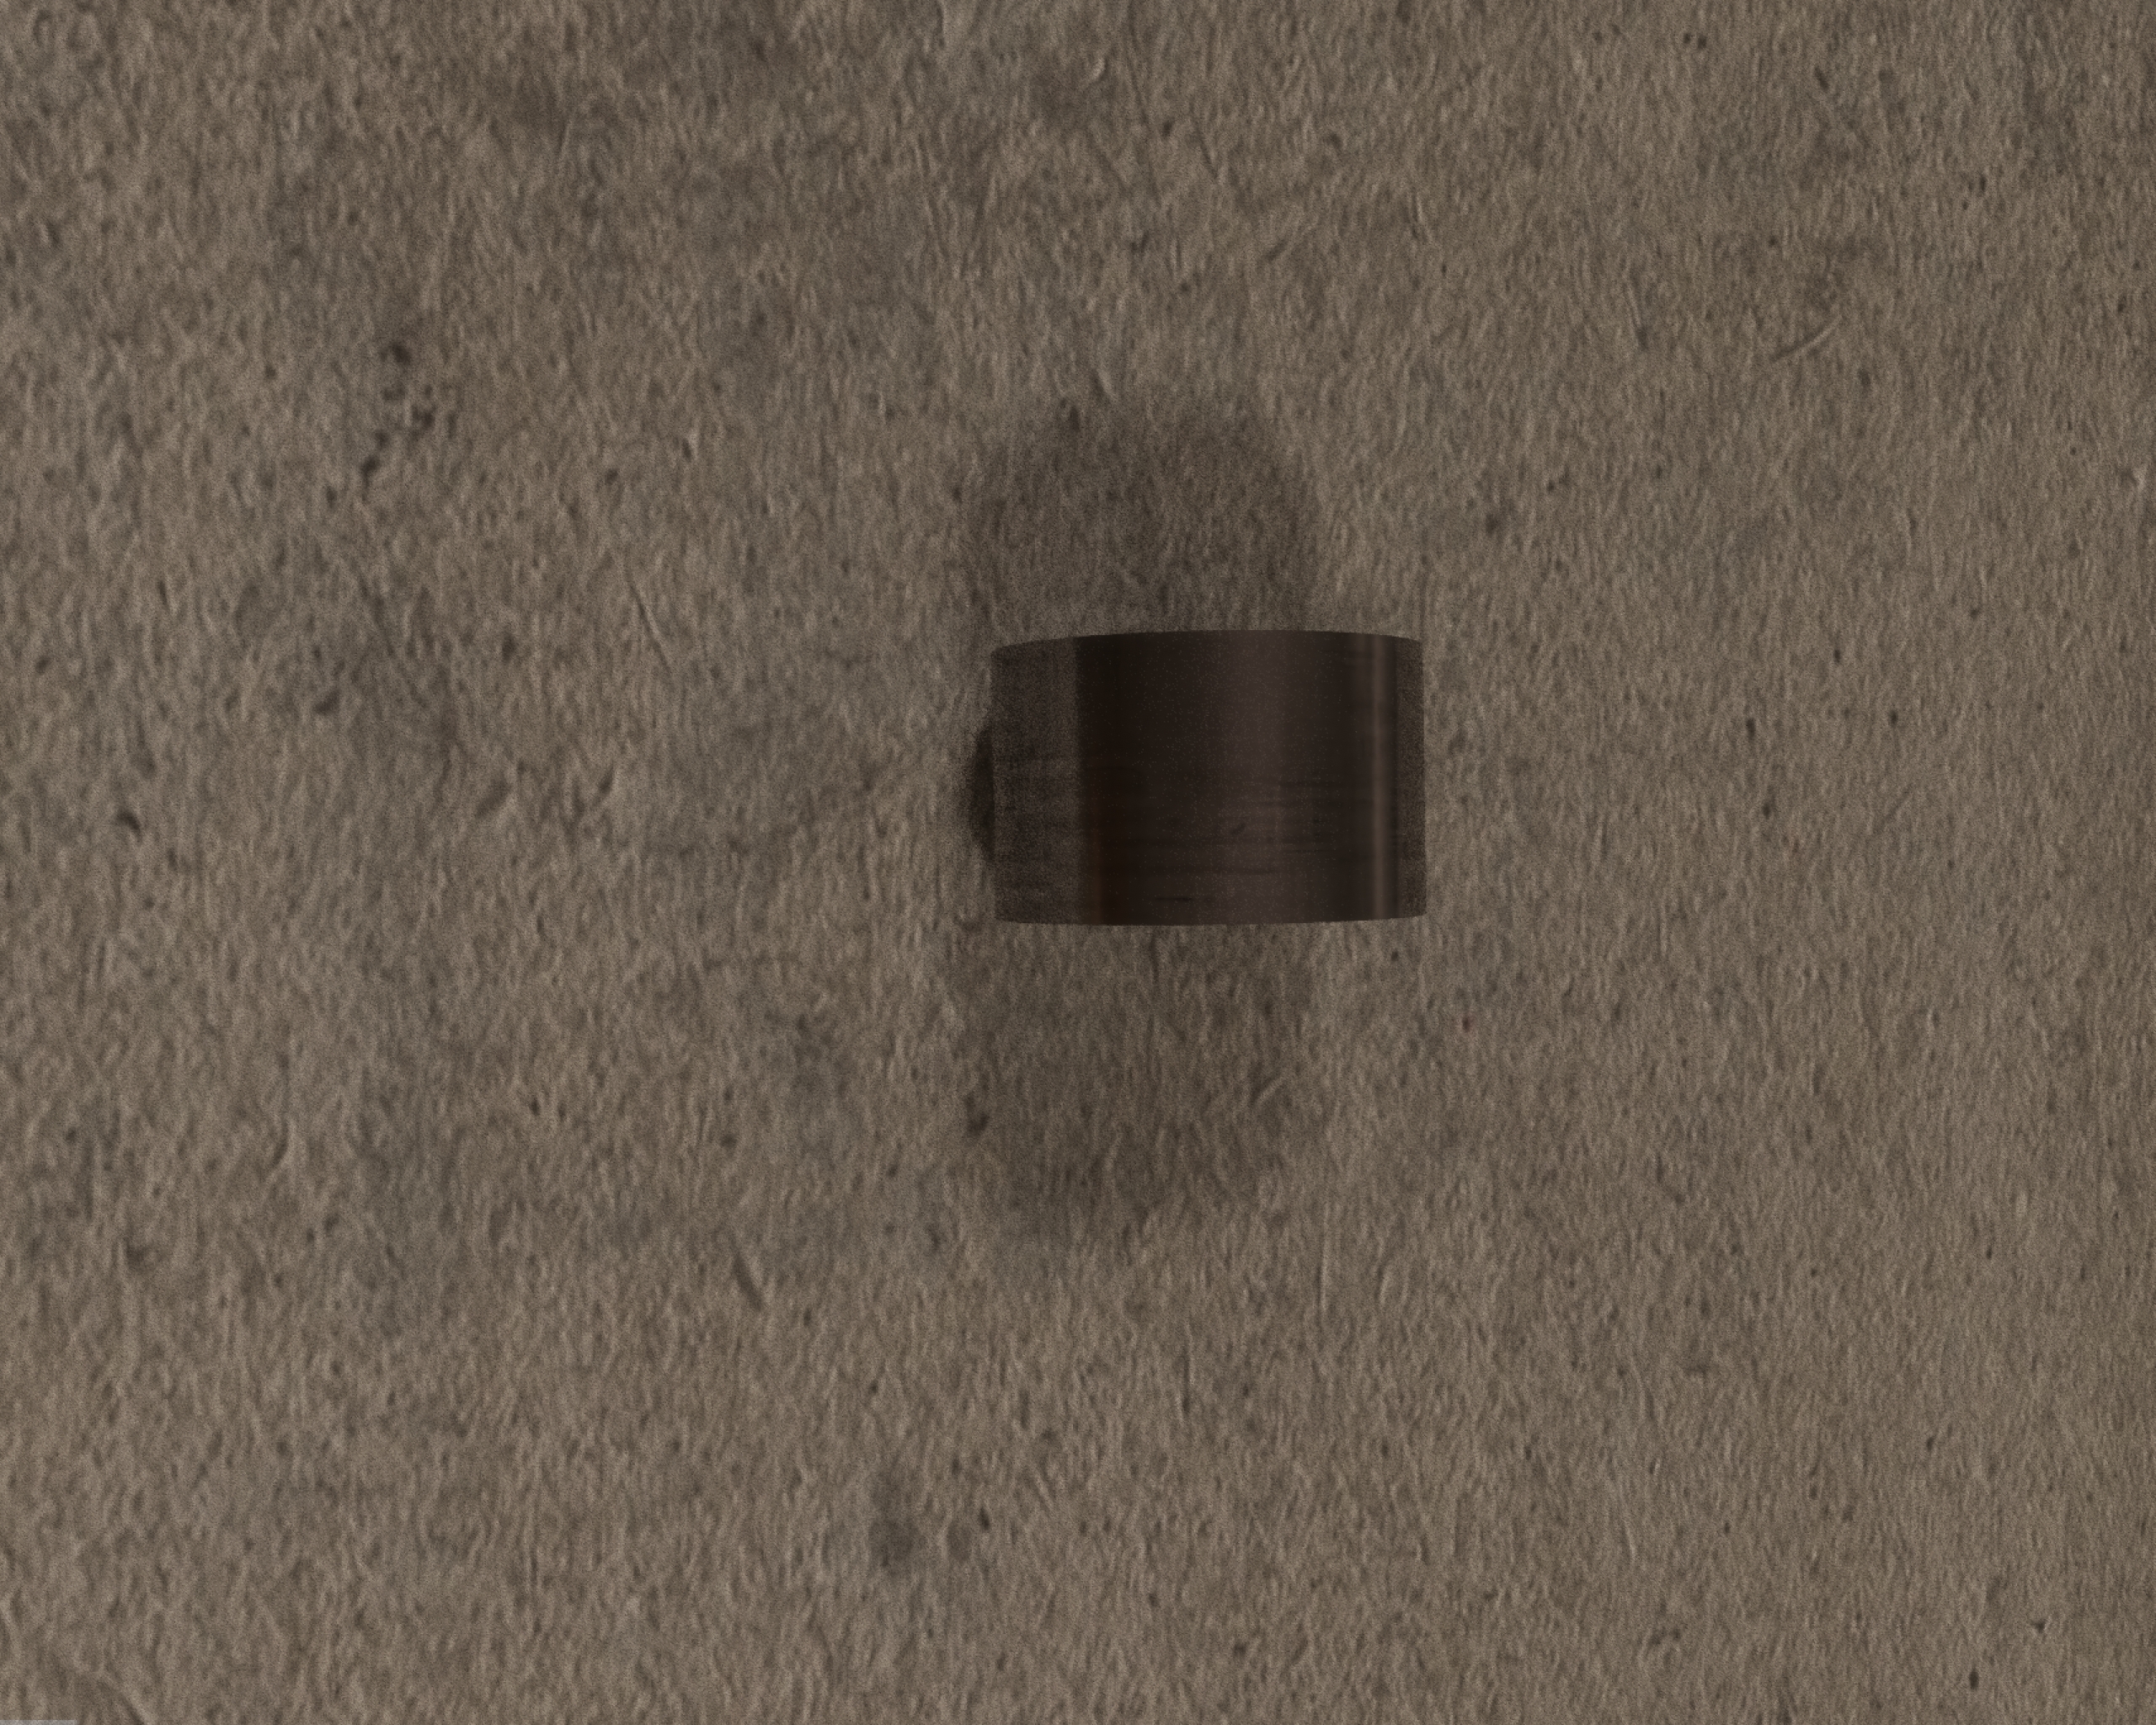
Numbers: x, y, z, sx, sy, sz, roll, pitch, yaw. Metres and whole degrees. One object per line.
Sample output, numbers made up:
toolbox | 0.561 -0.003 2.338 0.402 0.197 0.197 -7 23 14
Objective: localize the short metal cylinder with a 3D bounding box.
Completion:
short metal cylinder | 0.024 -0.015 0.391 0.081 0.080 0.050 -1 91 -20
